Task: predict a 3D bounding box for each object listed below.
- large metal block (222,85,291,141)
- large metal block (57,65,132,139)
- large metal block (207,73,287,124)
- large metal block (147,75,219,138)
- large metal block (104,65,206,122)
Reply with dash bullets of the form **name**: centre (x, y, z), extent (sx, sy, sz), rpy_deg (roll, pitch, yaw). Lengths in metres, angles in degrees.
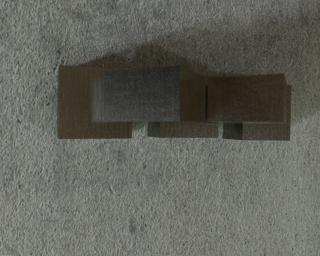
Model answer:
- **large metal block**: centre (0.140, -0.023, 0.451), extent (0.081, 0.050, 0.079), rpy_deg (2, 90, -21)
- **large metal block**: centre (-0.079, -0.028, 0.369), extent (0.081, 0.050, 0.079), rpy_deg (0, 90, -21)
- **large metal block**: centre (0.107, -0.031, 0.371), extent (0.080, 0.080, 0.050), rpy_deg (1, 89, 24)
- **large metal block**: centre (0.030, -0.028, 0.409), extent (0.081, 0.050, 0.079), rpy_deg (1, 90, -21)
- **large metal block**: centre (-0.002, -0.032, 0.328), extent (0.080, 0.080, 0.050), rpy_deg (-2, 92, -66)
